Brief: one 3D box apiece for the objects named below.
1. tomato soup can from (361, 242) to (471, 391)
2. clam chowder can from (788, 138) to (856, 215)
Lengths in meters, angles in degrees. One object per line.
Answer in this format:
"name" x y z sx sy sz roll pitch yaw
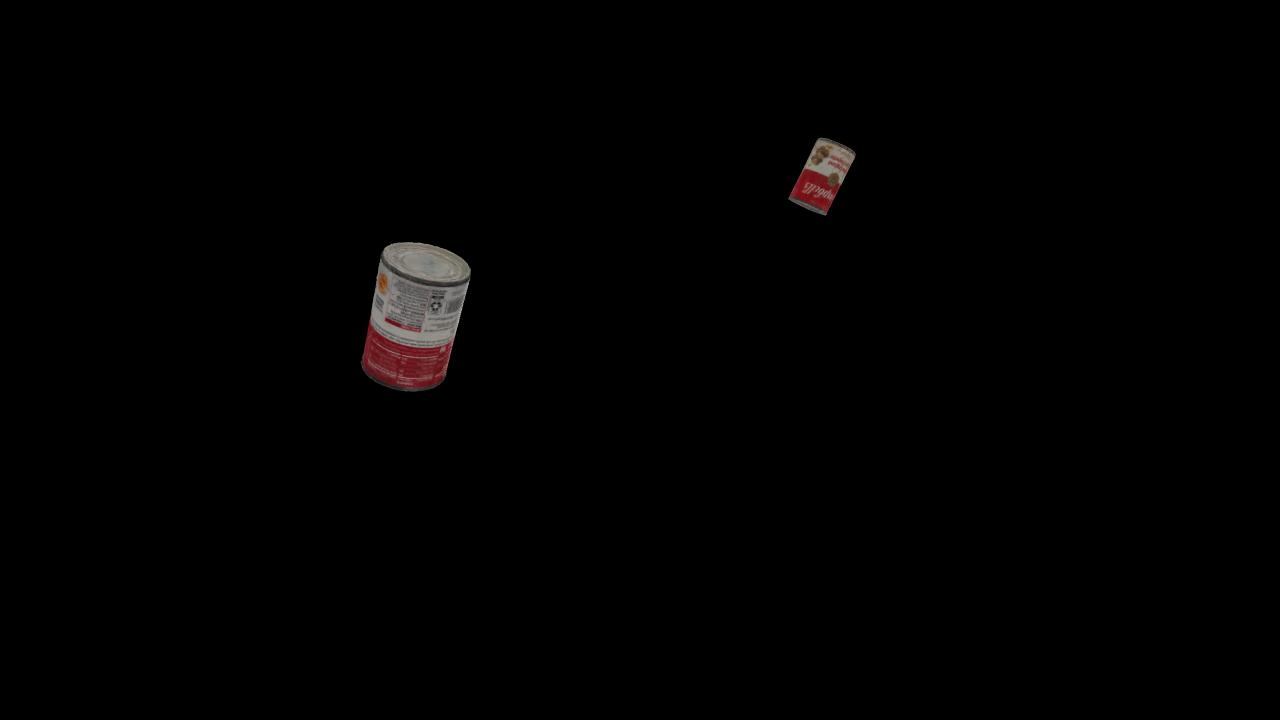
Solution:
"tomato soup can" -0.178 -0.035 0.488 0.068 0.101 0.068 18 28 -10
"clam chowder can" 0.290 -0.292 0.981 0.068 0.102 0.068 23 13 -6
